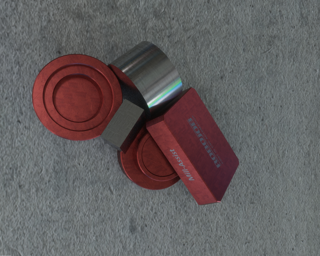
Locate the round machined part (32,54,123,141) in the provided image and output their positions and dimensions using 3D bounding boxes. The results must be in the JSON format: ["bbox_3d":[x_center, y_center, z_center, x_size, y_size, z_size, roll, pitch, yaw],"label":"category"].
[{"bbox_3d":[-0.097,-0.034,0.366,0.099,0.042,0.097,0,90,-21],"label":"round machined part"}]

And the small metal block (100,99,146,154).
[{"bbox_3d":[-0.041,0.000,0.364,0.025,0.050,0.050,31,79,7],"label":"small metal block"}]

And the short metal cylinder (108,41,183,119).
[{"bbox_3d":[-0.019,-0.057,0.376,0.050,0.080,0.080,-40,103,-16],"label":"short metal cylinder"}]

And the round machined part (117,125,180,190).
[{"bbox_3d":[-0.002,0.032,0.401,0.099,0.042,0.097,0,90,-21],"label":"round machined part"}]

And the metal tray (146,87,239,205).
[{"bbox_3d":[0.048,0.022,0.403,0.130,0.030,0.090,56,42,-12],"label":"metal tray"}]
